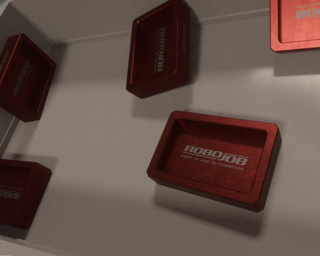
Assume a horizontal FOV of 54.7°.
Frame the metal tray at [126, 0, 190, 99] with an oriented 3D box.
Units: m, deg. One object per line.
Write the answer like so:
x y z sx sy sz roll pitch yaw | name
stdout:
-0.002 -0.115 0.449 0.090 0.030 0.130 -14 62 36 | metal tray

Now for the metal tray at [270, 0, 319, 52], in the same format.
0.196 -0.138 0.352 0.130 0.030 0.089 1 100 28 | metal tray

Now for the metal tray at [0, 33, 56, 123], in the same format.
-0.236 -0.086 0.537 0.030 0.090 0.130 -9 58 23 | metal tray

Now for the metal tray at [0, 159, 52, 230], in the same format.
-0.234 0.094 0.464 0.130 0.030 0.090 1 62 28 | metal tray

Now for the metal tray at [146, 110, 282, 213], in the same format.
0.059 0.032 0.350 0.130 0.030 0.090 10 66 32 | metal tray
